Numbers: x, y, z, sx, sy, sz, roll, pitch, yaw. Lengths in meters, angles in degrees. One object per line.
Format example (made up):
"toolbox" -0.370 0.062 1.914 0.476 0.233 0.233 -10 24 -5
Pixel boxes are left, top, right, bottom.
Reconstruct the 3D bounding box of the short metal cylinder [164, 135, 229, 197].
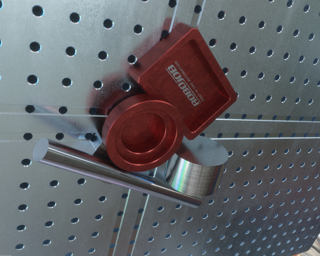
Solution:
"short metal cylinder" 0.050 0.050 0.434 0.081 0.080 0.050 -4 120 -27

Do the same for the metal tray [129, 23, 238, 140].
"metal tray" 0.035 -0.054 0.394 0.090 0.030 0.130 -43 129 0

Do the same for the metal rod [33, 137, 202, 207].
"metal rod" -0.029 0.072 0.415 0.025 0.025 0.301 -51 138 8

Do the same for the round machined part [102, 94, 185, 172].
"round machined part" -0.023 0.002 0.380 0.099 0.042 0.097 -13 123 -20

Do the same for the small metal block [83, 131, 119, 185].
"small metal block" -0.072 0.039 0.398 0.050 0.025 0.050 32 100 -39
